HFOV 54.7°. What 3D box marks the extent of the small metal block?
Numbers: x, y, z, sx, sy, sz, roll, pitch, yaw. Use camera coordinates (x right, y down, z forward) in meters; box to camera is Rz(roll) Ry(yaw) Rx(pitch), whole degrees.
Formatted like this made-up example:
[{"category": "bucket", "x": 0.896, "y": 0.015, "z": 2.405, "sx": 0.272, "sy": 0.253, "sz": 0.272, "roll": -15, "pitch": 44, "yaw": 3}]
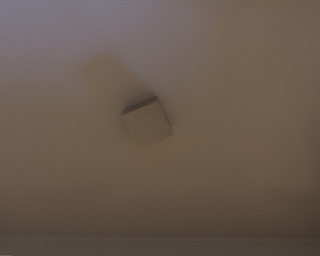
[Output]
[{"category": "small metal block", "x": -0.016, "y": -0.007, "z": 0.405, "sx": 0.050, "sy": 0.025, "sz": 0.050, "roll": -22, "pitch": 109, "yaw": 7}]
